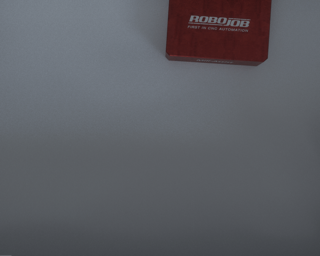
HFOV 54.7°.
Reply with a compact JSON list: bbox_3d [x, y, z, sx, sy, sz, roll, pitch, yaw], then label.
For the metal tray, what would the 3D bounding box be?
[{"bbox_3d":[0.075,-0.133,0.409,0.131,0.030,0.089,4,90,0],"label":"metal tray"}]
